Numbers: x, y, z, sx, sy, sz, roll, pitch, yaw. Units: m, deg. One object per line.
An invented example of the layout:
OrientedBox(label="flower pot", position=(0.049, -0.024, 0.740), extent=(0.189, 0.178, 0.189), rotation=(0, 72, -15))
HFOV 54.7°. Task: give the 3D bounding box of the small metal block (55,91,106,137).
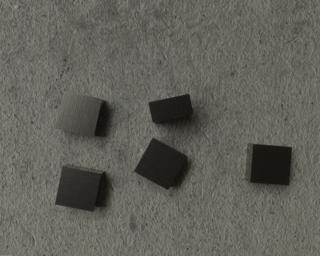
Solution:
OrientedBox(label="small metal block", position=(-0.104, -0.018, 0.409), extent=(0.050, 0.025, 0.050), rotation=(12, 90, 0))

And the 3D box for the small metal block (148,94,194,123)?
OrientedBox(label="small metal block", position=(0.013, -0.024, 0.397), extent=(0.050, 0.050, 0.025), rotation=(-12, 90, 0))

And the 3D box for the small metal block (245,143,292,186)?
OrientedBox(label="small metal block", position=(0.143, 0.047, 0.411), extent=(0.050, 0.025, 0.050), rotation=(5, 90, 0))

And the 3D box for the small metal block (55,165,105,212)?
OrientedBox(label="small metal block", position=(-0.105, 0.078, 0.409), extent=(0.050, 0.025, 0.050), rotation=(11, 90, 0))

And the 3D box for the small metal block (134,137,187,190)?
OrientedBox(label="small metal block", position=(0.001, 0.046, 0.410), extent=(0.050, 0.025, 0.050), rotation=(29, 90, 0))
